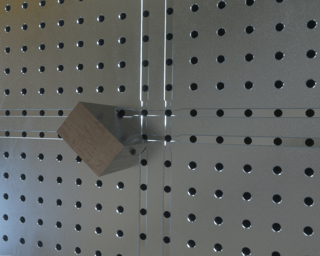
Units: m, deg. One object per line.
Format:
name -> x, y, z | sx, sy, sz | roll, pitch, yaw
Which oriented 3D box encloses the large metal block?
large metal block -> -0.072, 0.013, 0.407 | 0.080, 0.080, 0.050 | 43, 103, 14
